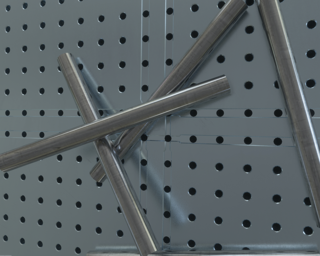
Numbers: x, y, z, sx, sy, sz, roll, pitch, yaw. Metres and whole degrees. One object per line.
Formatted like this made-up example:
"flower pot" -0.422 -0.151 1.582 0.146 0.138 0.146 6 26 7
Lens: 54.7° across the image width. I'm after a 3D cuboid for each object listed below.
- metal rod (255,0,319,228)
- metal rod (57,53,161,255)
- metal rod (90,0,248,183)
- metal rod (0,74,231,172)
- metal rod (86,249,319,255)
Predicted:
"metal rod" 0.154 -0.036 0.358 0.025 0.025 0.298 -15 85 19
"metal rod" -0.076 0.022 0.412 0.025 0.025 0.299 -33 70 16
"metal rod" 0.004 -0.042 0.410 0.025 0.025 0.299 43 103 14
"metal rod" -0.059 -0.005 0.390 0.301 0.025 0.025 -19 83 2
"metal rod" 0.040 0.170 0.397 0.301 0.025 0.025 -8 87 19
